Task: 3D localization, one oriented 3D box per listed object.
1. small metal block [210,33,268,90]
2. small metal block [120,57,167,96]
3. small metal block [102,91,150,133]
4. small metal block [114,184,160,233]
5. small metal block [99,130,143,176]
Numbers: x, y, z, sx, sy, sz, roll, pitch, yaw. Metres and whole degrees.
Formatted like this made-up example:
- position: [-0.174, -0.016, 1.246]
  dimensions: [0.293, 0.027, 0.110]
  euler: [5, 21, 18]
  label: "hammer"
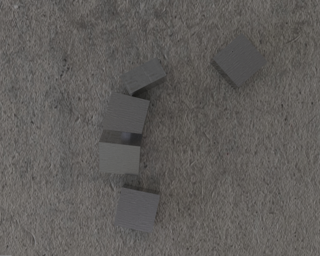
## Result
- position: [0.103, -0.087, 0.411]
  dimensions: [0.050, 0.025, 0.050]
  euler: [-41, 90, 0]
  label: "small metal block"
- position: [-0.020, -0.063, 0.397]
  dimensions: [0.050, 0.050, 0.025]
  euler: [-27, 90, 0]
  label: "small metal block"
- position: [-0.043, -0.017, 0.409]
  dimensions: [0.050, 0.025, 0.050]
  euler: [14, 90, 0]
  label: "small metal block"
- position: [-0.030, 0.105, 0.410]
  dimensions: [0.050, 0.025, 0.050]
  euler: [12, 90, 0]
  label: "small metal block"
- position: [-0.050, 0.032, 0.397]
  dimensions: [0.050, 0.025, 0.050]
  euler: [6, 126, 0]
  label: "small metal block"
